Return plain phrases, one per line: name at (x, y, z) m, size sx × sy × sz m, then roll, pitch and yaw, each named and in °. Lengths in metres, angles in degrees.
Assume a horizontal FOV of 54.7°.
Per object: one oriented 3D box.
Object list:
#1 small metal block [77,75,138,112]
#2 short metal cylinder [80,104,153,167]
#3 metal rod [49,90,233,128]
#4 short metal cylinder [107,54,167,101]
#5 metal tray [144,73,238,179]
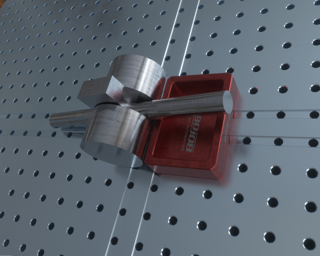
small metal block at (-0.065, -0.038, 0.389) m, size 0.050 × 0.050 × 0.025 m, roll -4°, pitch 60°, yaw 36°
short metal cylinder at (-0.054, 0.012, 0.393) m, size 0.080 × 0.080 × 0.050 m, roll 2°, pitch 63°, yaw 29°
metal rod at (-0.049, -0.020, 0.416) m, size 0.300 × 0.025 × 0.025 m, roll -4°, pitch 60°, yaw 36°
short metal cylinder at (-0.035, -0.055, 0.423) m, size 0.080 × 0.080 × 0.050 m, roll 1°, pitch 62°, yaw 28°
metal tray at (0.041, -0.006, 0.387) m, size 0.090 × 0.030 × 0.130 m, roll 1°, pitch 62°, yaw 28°
